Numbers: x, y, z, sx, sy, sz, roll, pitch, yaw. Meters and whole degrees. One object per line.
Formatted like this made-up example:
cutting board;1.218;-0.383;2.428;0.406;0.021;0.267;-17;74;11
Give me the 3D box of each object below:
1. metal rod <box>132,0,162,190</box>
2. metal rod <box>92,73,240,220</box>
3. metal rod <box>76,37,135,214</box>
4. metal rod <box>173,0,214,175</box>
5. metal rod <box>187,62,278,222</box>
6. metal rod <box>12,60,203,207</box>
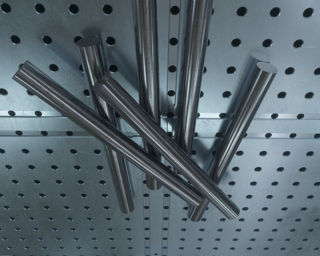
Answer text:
metal rod;-0.012;-0.026;0.389;0.025;0.025;0.298;-1;130;1
metal rod;0.026;0.042;0.412;0.025;0.025;0.300;-29;125;22
metal rod;-0.066;0.021;0.428;0.025;0.025;0.298;-3;130;3
metal rod;0.037;-0.053;0.366;0.025;0.025;0.298;1;130;-1
metal rod;0.091;0.042;0.447;0.025;0.025;0.298;9;130;-8
metal rod;-0.046;0.023;0.396;0.025;0.025;0.301;-35;122;26
